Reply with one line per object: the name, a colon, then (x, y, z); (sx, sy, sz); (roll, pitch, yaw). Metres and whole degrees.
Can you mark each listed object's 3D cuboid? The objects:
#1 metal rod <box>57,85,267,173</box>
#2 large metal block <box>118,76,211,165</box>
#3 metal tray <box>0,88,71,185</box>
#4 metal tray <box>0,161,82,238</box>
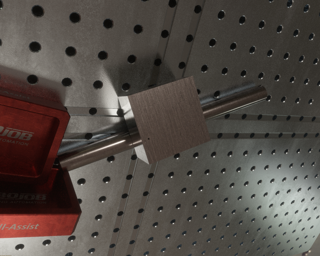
metal rod: (0.016, -0.005, 0.418); (0.302, 0.025, 0.025); (-19, 126, -18)
large metal block: (0.005, -0.012, 0.373); (0.081, 0.050, 0.080); (-20, 101, -17)
metal tray: (-0.169, 0.005, 0.311); (0.131, 0.030, 0.089); (15, 103, -35)
metal tray: (-0.159, 0.072, 0.327); (0.131, 0.090, 0.030); (10, 113, -33)
